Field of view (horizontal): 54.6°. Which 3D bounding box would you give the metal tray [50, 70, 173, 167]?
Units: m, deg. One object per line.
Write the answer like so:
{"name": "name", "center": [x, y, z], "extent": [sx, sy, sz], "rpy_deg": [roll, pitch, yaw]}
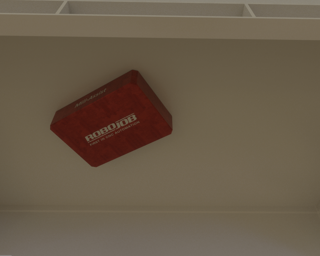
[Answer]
{"name": "metal tray", "center": [-0.061, -0.007, 0.399], "extent": [0.130, 0.030, 0.090], "rpy_deg": [-25, 126, 19]}
